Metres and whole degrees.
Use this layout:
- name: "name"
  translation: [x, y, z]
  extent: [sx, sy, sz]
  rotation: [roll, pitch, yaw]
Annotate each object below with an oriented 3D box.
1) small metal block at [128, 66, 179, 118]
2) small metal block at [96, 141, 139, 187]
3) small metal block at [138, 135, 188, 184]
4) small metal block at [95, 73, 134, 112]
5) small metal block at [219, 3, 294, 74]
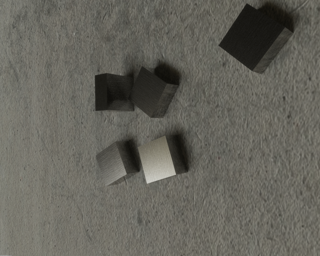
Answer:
- name: "small metal block"
  translation: [-0.010, -0.048, 0.413]
  extent: [0.050, 0.025, 0.050]
  rotation: [40, 114, 32]
- name: "small metal block"
  translation: [-0.064, 0.053, 0.458]
  extent: [0.050, 0.025, 0.050]
  rotation: [-34, 69, 35]
- name: "small metal block"
  translation: [0.003, 0.041, 0.403]
  extent: [0.050, 0.025, 0.050]
  rotation: [-25, 75, 37]
- name: "small metal block"
  translation: [-0.064, -0.049, 0.442]
  extent: [0.025, 0.050, 0.050]
  rotation: [-2, 89, 40]
- name: "small metal block"
  translation: [0.099, -0.092, 0.323]
  extent: [0.050, 0.025, 0.050]
  rotation: [48, 118, 29]
